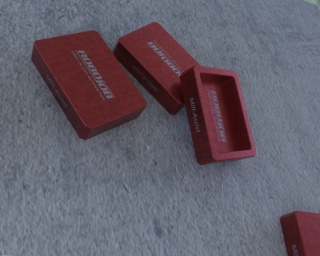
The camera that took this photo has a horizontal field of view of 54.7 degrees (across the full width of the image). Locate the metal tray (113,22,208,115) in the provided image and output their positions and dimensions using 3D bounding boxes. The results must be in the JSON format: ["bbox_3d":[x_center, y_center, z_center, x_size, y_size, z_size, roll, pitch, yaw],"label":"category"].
[{"bbox_3d":[0.006,-0.092,0.462,0.130,0.030,0.091,46,51,4],"label":"metal tray"}]

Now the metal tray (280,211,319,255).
[{"bbox_3d":[0.216,0.181,0.409,0.091,0.030,0.130,12,57,-22],"label":"metal tray"}]

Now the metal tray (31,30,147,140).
[{"bbox_3d":[-0.088,-0.059,0.390,0.091,0.030,0.130,-26,76,-37],"label":"metal tray"}]

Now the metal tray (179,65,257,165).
[{"bbox_3d":[0.081,-0.018,0.431,0.091,0.030,0.129,-1,75,-38],"label":"metal tray"}]
